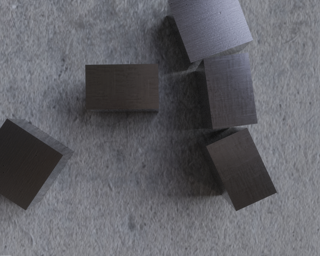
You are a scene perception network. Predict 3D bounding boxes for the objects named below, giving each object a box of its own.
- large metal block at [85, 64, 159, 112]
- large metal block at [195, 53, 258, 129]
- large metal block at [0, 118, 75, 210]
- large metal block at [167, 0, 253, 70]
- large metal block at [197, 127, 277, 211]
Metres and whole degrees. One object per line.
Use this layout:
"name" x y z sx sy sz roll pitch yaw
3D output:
"large metal block" -0.042 -0.046 0.382 0.081 0.080 0.050 -1 90 -1
"large metal block" 0.078 -0.041 0.384 0.050 0.080 0.080 -8 90 0
"large metal block" -0.172 0.043 0.395 0.080 0.050 0.080 34 90 -1
"large metal block" 0.061 -0.130 0.398 0.080 0.050 0.080 -20 90 -1
"large metal block" 0.091 0.046 0.384 0.050 0.080 0.080 -25 90 0
